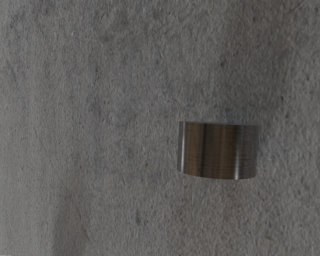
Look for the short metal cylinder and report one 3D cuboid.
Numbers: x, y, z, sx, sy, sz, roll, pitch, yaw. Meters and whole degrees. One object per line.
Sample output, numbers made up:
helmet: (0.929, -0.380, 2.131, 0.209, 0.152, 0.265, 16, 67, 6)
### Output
short metal cylinder: (0.059, 0.020, 0.319, 0.080, 0.081, 0.050, 5, 93, 39)
